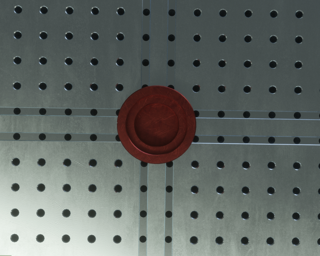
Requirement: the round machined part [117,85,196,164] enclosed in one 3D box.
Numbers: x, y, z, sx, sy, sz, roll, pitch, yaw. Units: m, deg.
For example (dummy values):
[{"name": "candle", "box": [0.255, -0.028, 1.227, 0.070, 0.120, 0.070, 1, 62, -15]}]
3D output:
[{"name": "round machined part", "box": [-0.004, -0.004, 0.404, 0.099, 0.042, 0.097, 0, 90, 0]}]
